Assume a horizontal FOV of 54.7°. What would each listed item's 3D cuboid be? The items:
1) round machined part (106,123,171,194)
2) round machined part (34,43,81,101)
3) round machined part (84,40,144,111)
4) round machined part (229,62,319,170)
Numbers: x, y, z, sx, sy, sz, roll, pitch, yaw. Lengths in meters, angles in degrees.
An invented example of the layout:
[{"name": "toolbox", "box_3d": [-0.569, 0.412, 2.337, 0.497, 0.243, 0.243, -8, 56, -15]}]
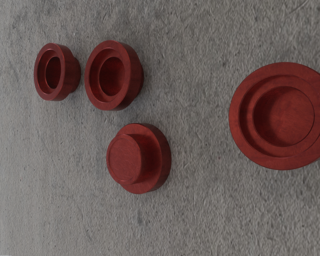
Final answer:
[{"name": "round machined part", "box_3d": [-0.036, 0.042, 0.424, 0.098, 0.042, 0.097, 0, 90, 40]}, {"name": "round machined part", "box_3d": [-0.175, -0.095, 0.539, 0.098, 0.042, 0.097, 0, 90, 40]}, {"name": "round machined part", "box_3d": [-0.062, -0.073, 0.445, 0.098, 0.042, 0.097, 0, 90, 40]}, {"name": "round machined part", "box_3d": [0.120, -0.011, 0.295, 0.098, 0.042, 0.097, 0, 90, 40]}]
